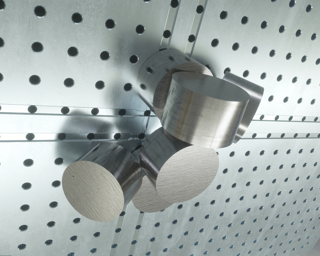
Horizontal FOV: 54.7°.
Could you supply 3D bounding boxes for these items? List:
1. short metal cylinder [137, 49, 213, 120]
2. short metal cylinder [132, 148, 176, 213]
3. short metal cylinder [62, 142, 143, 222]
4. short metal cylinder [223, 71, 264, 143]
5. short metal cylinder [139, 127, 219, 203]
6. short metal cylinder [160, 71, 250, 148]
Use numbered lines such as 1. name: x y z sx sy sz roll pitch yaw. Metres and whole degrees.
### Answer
1. short metal cylinder: 0.019 -0.049 0.374 0.081 0.050 0.079 -14 125 -21
2. short metal cylinder: -0.010 0.071 0.432 0.081 0.050 0.079 -14 125 -21
3. short metal cylinder: -0.068 0.064 0.371 0.050 0.080 0.079 -46 152 -60
4. short metal cylinder: 0.091 -0.027 0.400 0.050 0.080 0.079 26 109 5
5. short metal cylinder: 0.022 0.041 0.366 0.081 0.050 0.079 -14 124 -21
6. short metal cylinder: 0.045 -0.021 0.321 0.081 0.080 0.050 0 118 -29
